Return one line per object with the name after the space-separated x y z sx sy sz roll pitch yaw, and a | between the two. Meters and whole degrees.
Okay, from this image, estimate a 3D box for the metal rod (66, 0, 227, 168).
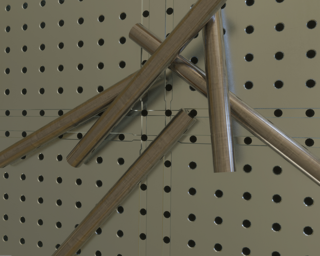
-0.031 -0.051 0.399 0.299 0.025 0.025 -46 76 22 | metal rod

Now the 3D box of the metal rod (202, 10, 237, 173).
0.064 -0.098 0.369 0.025 0.025 0.298 -6 80 19 | metal rod

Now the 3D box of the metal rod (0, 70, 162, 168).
-0.132 -0.012 0.457 0.300 0.025 0.025 -27 81 17 | metal rod

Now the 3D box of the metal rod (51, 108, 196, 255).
-0.059 0.092 0.432 0.025 0.025 0.299 45 103 14 | metal rod

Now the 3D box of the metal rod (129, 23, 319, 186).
0.077 -0.038 0.385 0.300 0.025 0.025 41 103 15 | metal rod
